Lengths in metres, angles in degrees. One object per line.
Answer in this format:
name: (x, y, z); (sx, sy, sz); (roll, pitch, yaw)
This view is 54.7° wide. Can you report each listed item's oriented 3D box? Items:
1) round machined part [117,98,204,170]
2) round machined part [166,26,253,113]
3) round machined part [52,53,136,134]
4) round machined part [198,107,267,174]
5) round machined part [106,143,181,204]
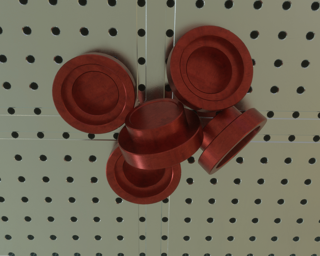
round machined part: (-0.002, 0.000, 0.357); (0.098, 0.098, 0.042); (-13, 121, 4)
round machined part: (0.056, -0.066, 0.368); (0.099, 0.042, 0.097); (1, 86, -11)
round machined part: (-0.078, -0.045, 0.387); (0.099, 0.042, 0.097); (0, 110, -1)
round machined part: (0.083, 0.010, 0.388); (0.042, 0.098, 0.098); (47, 106, 18)
round machined part: (-0.021, 0.051, 0.423); (0.099, 0.042, 0.097); (0, 111, 0)
